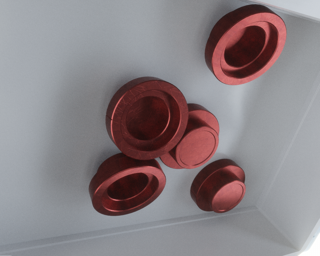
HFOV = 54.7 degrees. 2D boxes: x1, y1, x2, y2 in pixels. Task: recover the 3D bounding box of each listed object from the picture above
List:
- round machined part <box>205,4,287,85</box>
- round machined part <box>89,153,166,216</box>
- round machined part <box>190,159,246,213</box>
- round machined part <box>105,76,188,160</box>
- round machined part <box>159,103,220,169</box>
[{"bbox_3d":[0.099,-0.104,0.380,0.099,0.042,0.097,-15,138,-13],"label":"round machined part"},{"bbox_3d":[-0.045,0.069,0.409,0.099,0.042,0.097,-16,137,-16],"label":"round machined part"},{"bbox_3d":[0.104,0.104,0.521,0.099,0.042,0.097,-14,125,-21],"label":"round machined part"},{"bbox_3d":[-0.019,-0.014,0.374,0.099,0.042,0.097,-11,114,-25],"label":"round machined part"},{"bbox_3d":[0.043,0.018,0.434,0.099,0.042,0.097,-14,124,-21],"label":"round machined part"}]
